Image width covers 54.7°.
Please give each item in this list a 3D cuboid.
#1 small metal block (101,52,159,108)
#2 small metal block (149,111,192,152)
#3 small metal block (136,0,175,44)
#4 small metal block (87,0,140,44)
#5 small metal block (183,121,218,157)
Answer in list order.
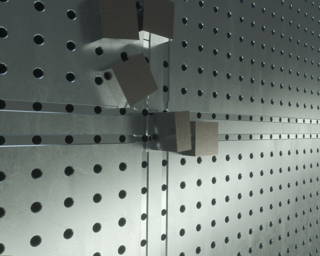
[{"bbox_3d":[-0.036,-0.058,0.380,0.050,0.025,0.050,-37,113,-34],"label":"small metal block"},{"bbox_3d":[0.013,0.004,0.406,0.025,0.050,0.050,-7,95,-40],"label":"small metal block"},{"bbox_3d":[-0.009,-0.143,0.403,0.050,0.025,0.050,4,88,-40],"label":"small metal block"},{"bbox_3d":[-0.054,-0.127,0.365,0.050,0.025,0.050,-10,97,-40],"label":"small metal block"},{"bbox_3d":[0.061,0.016,0.463,0.050,0.025,0.050,0,90,-40],"label":"small metal block"}]
